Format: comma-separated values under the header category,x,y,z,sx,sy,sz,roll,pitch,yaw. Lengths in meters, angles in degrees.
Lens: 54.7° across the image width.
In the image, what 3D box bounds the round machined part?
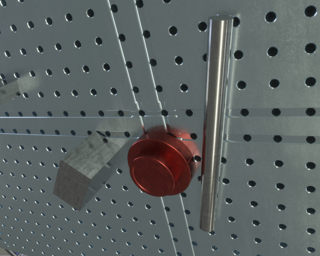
category,x,y,z,sx,sy,sz,roll,pitch,yaw
round machined part,-0.003,0.058,0.436,0.098,0.042,0.097,13,124,20

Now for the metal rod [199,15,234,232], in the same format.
category,x,y,z,sx,sy,sz,roll,pitch,yaw
metal rod,0.066,0.018,0.386,0.025,0.025,0.298,11,123,21

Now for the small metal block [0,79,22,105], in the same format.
category,x,y,z,sx,sy,sz,roll,pitch,yaw
small metal block,-0.263,-0.057,0.495,0.050,0.050,0.025,6,121,25

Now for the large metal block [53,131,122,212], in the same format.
category,x,y,z,sx,sy,sz,roll,pitch,yaw
large metal block,-0.111,0.065,0.472,0.050,0.080,0.079,32,128,7
